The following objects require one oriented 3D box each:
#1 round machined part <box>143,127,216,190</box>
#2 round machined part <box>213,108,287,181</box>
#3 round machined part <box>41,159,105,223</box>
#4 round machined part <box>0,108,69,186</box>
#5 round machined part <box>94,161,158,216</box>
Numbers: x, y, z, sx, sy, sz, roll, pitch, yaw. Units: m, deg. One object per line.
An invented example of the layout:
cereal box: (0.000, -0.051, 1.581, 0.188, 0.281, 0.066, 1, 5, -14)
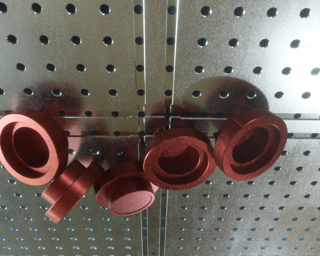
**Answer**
round machined part: (0.025, 0.038, 0.429, 0.099, 0.042, 0.097, -3, 126, -4)
round machined part: (0.111, 0.017, 0.402, 0.099, 0.042, 0.097, -13, 124, -20)
round machined part: (-0.127, 0.082, 0.438, 0.042, 0.098, 0.098, 42, 121, -4)
round machined part: (-0.159, 0.021, 0.399, 0.098, 0.042, 0.097, 7, 112, 19)
round machined part: (-0.046, 0.095, 0.461, 0.099, 0.042, 0.097, -15, 141, -12)
